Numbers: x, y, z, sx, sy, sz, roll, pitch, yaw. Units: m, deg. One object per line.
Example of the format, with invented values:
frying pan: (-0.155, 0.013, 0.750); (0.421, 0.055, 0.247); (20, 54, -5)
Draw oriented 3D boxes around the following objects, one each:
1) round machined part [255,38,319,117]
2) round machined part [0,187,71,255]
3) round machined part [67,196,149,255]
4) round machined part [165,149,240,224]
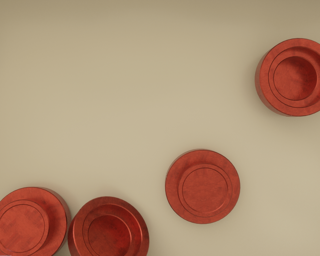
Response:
round machined part: (0.172, -0.063, 0.404); (0.099, 0.042, 0.097); (0, 90, 0)
round machined part: (-0.168, 0.124, 0.393); (0.099, 0.042, 0.098); (0, 80, -1)
round machined part: (-0.066, 0.138, 0.384); (0.098, 0.098, 0.042); (39, 128, 0)
round machined part: (0.056, 0.077, 0.403); (0.099, 0.042, 0.097); (0, 90, 0)
